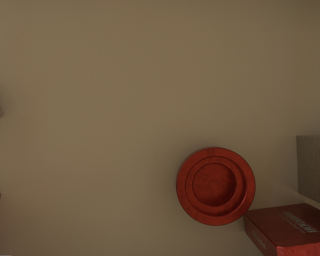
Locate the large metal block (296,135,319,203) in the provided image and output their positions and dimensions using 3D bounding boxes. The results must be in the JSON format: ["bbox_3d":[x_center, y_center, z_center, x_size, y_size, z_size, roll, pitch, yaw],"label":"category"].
[{"bbox_3d":[0.215,0.049,0.387,0.050,0.080,0.079,-2,90,0],"label":"large metal block"}]

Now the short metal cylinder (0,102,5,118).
[{"bbox_3d":[-0.243,-0.028,0.381,0.080,0.080,0.050,-22,90,0],"label":"short metal cylinder"}]

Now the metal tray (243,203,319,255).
[{"bbox_3d":[0.160,0.124,0.361,0.091,0.130,0.030,-7,90,0],"label":"metal tray"}]

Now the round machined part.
[{"bbox_3d":[0.069,0.073,0.404,0.099,0.042,0.097,0,90,-1],"label":"round machined part"}]
